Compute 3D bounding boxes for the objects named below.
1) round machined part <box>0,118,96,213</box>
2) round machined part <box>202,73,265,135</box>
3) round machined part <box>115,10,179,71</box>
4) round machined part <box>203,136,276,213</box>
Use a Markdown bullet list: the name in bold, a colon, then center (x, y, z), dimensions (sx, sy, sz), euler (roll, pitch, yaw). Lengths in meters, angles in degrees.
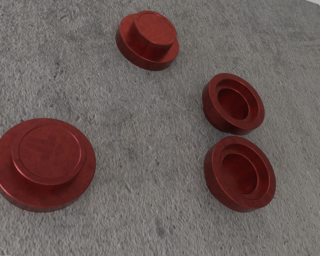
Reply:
- **round machined part**: center (-0.113, 0.031, 0.313), dimensions (0.099, 0.042, 0.098), euler (14, 56, -21)
- **round machined part**: center (0.105, -0.032, 0.469), dimensions (0.099, 0.042, 0.098), euler (14, 56, -21)
- **round machined part**: center (-0.014, -0.138, 0.469), dimensions (0.099, 0.042, 0.098), euler (14, 56, -21)
- **round machined part**: center (0.099, 0.063, 0.408), dimensions (0.099, 0.042, 0.098), euler (14, 56, -21)
